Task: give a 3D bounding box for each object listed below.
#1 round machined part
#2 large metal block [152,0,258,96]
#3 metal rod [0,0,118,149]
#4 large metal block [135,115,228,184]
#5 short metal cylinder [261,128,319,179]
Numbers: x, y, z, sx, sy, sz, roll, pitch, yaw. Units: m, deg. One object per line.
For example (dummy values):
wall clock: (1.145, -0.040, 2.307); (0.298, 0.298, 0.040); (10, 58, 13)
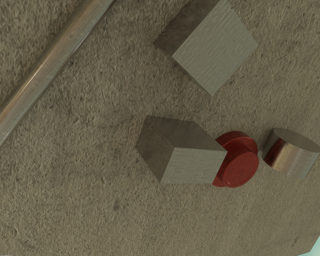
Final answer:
round machined part: (0.119, 0.057, 0.499); (0.099, 0.042, 0.097); (-14, 125, -21)
large metal block: (0.053, -0.098, 0.361); (0.080, 0.050, 0.080); (-49, 129, 6)
metal rod: (-0.127, -0.043, 0.311); (0.299, 0.025, 0.025); (-49, 129, 6)
large metal block: (0.025, 0.028, 0.404); (0.081, 0.080, 0.050); (7, 115, -32)
short metal cylinder: (0.219, 0.041, 0.519); (0.081, 0.080, 0.050); (4, 116, -31)
